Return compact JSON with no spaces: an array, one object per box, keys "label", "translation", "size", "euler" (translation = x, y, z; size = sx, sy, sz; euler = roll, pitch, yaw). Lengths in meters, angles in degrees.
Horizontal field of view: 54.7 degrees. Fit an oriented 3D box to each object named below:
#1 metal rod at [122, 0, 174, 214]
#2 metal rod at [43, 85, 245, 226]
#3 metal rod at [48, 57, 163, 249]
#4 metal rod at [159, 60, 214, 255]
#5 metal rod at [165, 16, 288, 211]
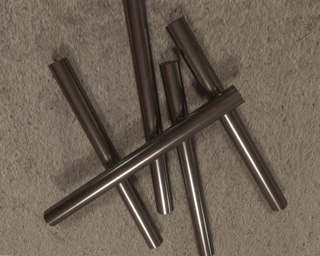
[{"label":"metal rod","translation":[-0.012,-0.020,0.402],"size":[0.025,0.025,0.298],"euler":[-7,110,2]},{"label":"metal rod","translation":[-0.028,0.041,0.396],"size":[0.300,0.025,0.025],"euler":[-34,107,11]},{"label":"metal rod","translation":[-0.066,0.047,0.426],"size":[0.025,0.025,0.299],"euler":[-22,109,7]},{"label":"metal rod","translation":[0.042,0.056,0.431],"size":[0.025,0.025,0.298],"euler":[-11,110,4]},{"label":"metal rod","translation":[0.096,-0.006,0.408],"size":[0.025,0.025,0.299],"euler":[-30,108,10]}]
